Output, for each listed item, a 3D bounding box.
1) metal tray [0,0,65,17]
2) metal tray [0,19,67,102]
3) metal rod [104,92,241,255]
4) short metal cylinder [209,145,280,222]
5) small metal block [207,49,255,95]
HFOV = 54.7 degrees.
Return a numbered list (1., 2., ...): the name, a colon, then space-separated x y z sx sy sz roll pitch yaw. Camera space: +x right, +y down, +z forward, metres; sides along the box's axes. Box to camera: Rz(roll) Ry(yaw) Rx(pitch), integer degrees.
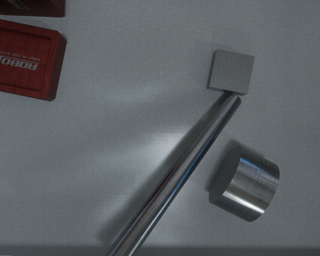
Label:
1. metal tray: -0.173 -0.166 0.357 0.091 0.130 0.030 2 90 0
2. metal tray: -0.199 -0.092 0.406 0.131 0.030 0.089 12 90 -1
3. metal rod: 0.010 0.068 0.354 0.025 0.025 0.301 39 66 0
4. short metal cylinder: 0.103 0.068 0.385 0.050 0.080 0.080 28 90 -1
5. small metal block: 0.094 -0.073 0.413 0.050 0.025 0.050 11 90 -1
